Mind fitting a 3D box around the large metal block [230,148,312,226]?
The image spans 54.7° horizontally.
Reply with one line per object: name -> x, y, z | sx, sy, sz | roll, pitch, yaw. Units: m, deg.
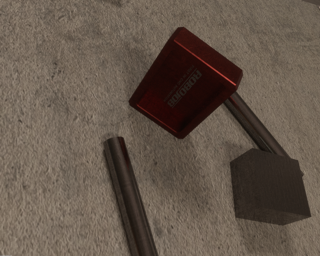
large metal block -> 0.147, 0.081, 0.420 | 0.081, 0.050, 0.080 | 15, 56, -20

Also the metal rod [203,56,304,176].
metal rod -> 0.120, -0.041, 0.495 | 0.025, 0.025, 0.299 | -30, 78, -38

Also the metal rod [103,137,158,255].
metal rod -> -0.009, 0.147, 0.310 | 0.025, 0.025, 0.299 | -5, 64, -31

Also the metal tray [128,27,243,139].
metal tray -> 0.026, -0.047, 0.381 | 0.090, 0.129, 0.030 | 35, 51, -6
